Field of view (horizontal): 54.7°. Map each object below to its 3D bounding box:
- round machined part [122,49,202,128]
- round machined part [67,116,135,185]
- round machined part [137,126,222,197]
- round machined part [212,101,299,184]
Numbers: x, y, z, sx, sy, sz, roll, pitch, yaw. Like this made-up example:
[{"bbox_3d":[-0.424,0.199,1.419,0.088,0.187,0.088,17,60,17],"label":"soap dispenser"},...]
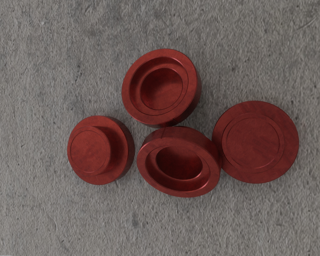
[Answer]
[{"bbox_3d":[0.005,-0.046,0.390,0.098,0.042,0.098,-6,73,20],"label":"round machined part"},{"bbox_3d":[-0.088,0.031,0.431,0.098,0.042,0.097,0,90,20],"label":"round machined part"},{"bbox_3d":[0.025,0.036,0.374,0.098,0.042,0.097,9,130,11],"label":"round machined part"},{"bbox_3d":[0.109,0.016,0.361,0.098,0.042,0.097,0,90,20],"label":"round machined part"}]
